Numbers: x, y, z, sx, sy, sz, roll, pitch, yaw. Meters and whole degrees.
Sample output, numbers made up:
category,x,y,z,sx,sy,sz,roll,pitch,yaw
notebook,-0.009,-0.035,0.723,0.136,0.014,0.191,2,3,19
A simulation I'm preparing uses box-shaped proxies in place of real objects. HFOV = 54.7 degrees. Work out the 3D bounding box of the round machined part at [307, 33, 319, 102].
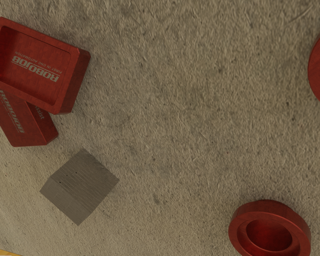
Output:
category,x,y,z,sx,sy,sz,roll,pitch,yaw
round machined part,0.181,-0.058,0.264,0.098,0.042,0.097,13,124,20

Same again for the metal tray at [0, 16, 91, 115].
category,x,y,z,sx,sy,sz,roll,pitch,yaw
metal tray,-0.167,-0.082,0.413,0.130,0.030,0.089,24,100,12

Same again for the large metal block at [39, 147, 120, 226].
category,x,y,z,sx,sy,sz,roll,pitch,yaw
large metal block,-0.126,0.092,0.492,0.080,0.080,0.050,43,129,-2

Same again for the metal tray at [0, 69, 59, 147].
category,x,y,z,sx,sy,sz,roll,pitch,yaw
metal tray,-0.231,-0.033,0.502,0.090,0.030,0.129,-5,116,30

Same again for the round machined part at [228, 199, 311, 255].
category,x,y,z,sx,sy,sz,roll,pitch,yaw
round machined part,0.142,0.132,0.402,0.098,0.042,0.097,13,124,20
